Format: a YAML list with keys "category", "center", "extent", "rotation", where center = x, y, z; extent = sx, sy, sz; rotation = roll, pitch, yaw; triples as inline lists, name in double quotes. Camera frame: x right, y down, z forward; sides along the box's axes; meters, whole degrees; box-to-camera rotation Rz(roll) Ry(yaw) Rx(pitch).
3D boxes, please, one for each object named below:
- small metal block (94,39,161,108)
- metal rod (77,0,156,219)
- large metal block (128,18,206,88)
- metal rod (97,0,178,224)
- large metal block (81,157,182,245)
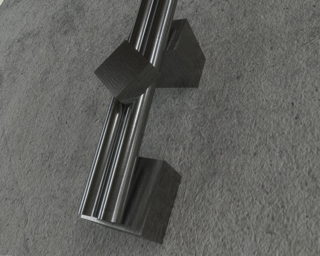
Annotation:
- category: "small metal block"
  center: [-0.036, -0.059, 0.335]
  extent: [0.050, 0.025, 0.050]
  rotation: [-45, 56, 4]
- category: "metal rod"
  center: [-0.040, -0.049, 0.362]
  extent: [0.025, 0.025, 0.299]
  rotation: [3, 70, 29]
- category: "large metal block"
  center: [0.008, -0.098, 0.426]
  extent: [0.080, 0.080, 0.050]
  rotation: [3, 64, 30]
- category: "metal rod"
  center: [-0.017, -0.047, 0.350]
  extent: [0.025, 0.025, 0.299]
  rotation: [3, 70, 29]
- category: "large metal block"
  center: [-0.031, 0.078, 0.356]
  extent: [0.080, 0.050, 0.080]
  rotation: [5, 64, 30]
